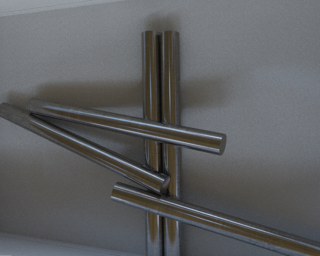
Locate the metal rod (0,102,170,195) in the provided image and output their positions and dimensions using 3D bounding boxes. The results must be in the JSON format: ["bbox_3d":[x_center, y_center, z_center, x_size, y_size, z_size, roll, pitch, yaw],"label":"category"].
[{"bbox_3d":[-0.122,0.021,0.437,0.301,0.025,0.025,21,97,23],"label":"metal rod"}]

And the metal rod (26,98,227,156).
[{"bbox_3d":[-0.063,-0.008,0.409,0.301,0.025,0.025,11,94,26],"label":"metal rod"}]

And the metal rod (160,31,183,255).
[{"bbox_3d":[0.015,0.027,0.401,0.025,0.025,0.298,-1,90,19],"label":"metal rod"}]

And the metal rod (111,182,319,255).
[{"bbox_3d":[0.086,0.116,0.360,0.301,0.025,0.025,14,95,13],"label":"metal rod"}]

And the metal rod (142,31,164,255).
[{"bbox_3d":[-0.009,0.024,0.410,0.025,0.025,0.298,-1,90,19],"label":"metal rod"}]
